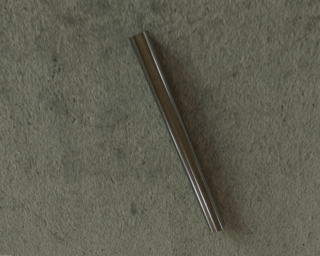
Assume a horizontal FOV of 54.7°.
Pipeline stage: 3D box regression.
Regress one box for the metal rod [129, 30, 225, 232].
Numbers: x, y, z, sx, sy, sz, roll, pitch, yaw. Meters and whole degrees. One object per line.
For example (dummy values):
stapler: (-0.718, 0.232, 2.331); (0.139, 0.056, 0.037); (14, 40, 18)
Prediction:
metal rod: (0.030, 0.018, 0.416); (0.025, 0.025, 0.299); (-21, 109, 7)
